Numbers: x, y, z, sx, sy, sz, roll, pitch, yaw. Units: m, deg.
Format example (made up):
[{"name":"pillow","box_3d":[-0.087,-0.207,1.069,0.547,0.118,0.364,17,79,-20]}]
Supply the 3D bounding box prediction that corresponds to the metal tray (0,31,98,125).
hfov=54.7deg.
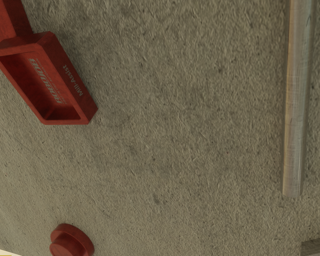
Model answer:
[{"name":"metal tray","box_3d":[-0.153,-0.061,0.420,0.090,0.030,0.130,0,134,26]}]

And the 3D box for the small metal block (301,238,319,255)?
[{"name":"small metal block","box_3d":[0.218,0.168,0.395,0.050,0.025,0.050,49,128,-7]}]

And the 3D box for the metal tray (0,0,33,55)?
[{"name":"metal tray","box_3d":[-0.245,-0.148,0.439,0.130,0.030,0.089,1,119,27]}]

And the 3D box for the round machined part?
[{"name":"round machined part","box_3d":[-0.191,0.252,0.649,0.098,0.042,0.097,13,124,20]}]

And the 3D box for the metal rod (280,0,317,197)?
[{"name":"metal rod","box_3d":[0.134,-0.056,0.301,0.025,0.025,0.298,4,121,26]}]
